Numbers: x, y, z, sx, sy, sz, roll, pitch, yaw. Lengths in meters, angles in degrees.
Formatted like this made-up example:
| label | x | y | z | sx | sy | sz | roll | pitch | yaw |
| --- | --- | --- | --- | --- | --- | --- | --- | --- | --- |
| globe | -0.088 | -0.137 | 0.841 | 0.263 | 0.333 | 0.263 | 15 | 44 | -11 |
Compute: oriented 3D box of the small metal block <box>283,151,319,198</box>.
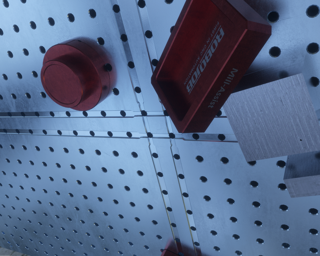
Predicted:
| label | x | y | z | sx | sy | sz | roll | pitch | yaw |
| --- | --- | --- | --- | --- | --- | --- | --- | --- | --- |
| small metal block | 0.167 | 0.048 | 0.337 | 0.050 | 0.050 | 0.025 | -16 | 110 | 34 |

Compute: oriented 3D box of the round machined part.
| label | x | y | z | sx | sy | sz | roll | pitch | yaw |
| --- | --- | --- | --- | --- | --- | --- | --- | --- | --- |
| round machined part | -0.122 | -0.067 | 0.424 | 0.098 | 0.042 | 0.097 | 13 | 124 | 21 |

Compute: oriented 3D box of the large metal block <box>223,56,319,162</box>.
| label | x | y | z | sx | sy | sz | roll | pitch | yaw |
| --- | --- | --- | --- | --- | --- | --- | --- | --- | --- |
| large metal block | 0.119 | -0.017 | 0.321 | 0.080 | 0.050 | 0.080 | -15 | 111 | 34 |

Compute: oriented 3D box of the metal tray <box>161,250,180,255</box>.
| label | x | y | z | sx | sy | sz | roll | pitch | yaw |
| --- | --- | --- | --- | --- | --- | --- | --- | --- | --- |
| metal tray | 0.055 | 0.281 | 0.552 | 0.130 | 0.030 | 0.089 | 20 | 126 | 16 |

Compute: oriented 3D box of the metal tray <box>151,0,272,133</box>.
| label | x | y | z | sx | sy | sz | roll | pitch | yaw |
| --- | --- | --- | --- | --- | --- | --- | --- | --- | --- |
| metal tray | 0.041 | -0.068 | 0.311 | 0.129 | 0.030 | 0.090 | -61 | 42 | 38 |
